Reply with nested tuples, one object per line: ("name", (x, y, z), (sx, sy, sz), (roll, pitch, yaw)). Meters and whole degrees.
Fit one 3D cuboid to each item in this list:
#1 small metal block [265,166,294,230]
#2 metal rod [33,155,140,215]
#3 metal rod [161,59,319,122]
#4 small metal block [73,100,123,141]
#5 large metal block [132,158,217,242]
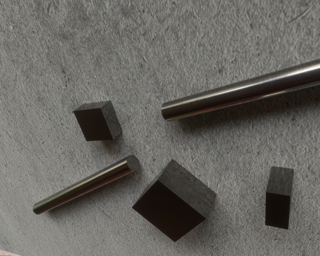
("small metal block", (0.142, 0.081, 0.366), (0.025, 0.050, 0.050), (5, 121, 25))
("metal rod", (-0.144, 0.109, 0.547), (0.299, 0.025, 0.025), (-29, 103, 37))
("metal rod", (0.132, -0.048, 0.307), (0.300, 0.025, 0.025), (-13, 112, 33))
("small metal block", (-0.089, -0.010, 0.446), (0.050, 0.025, 0.050), (-4, 117, 29))
("large metal block", (0.020, 0.104, 0.444), (0.080, 0.050, 0.080), (39, 129, 1))
